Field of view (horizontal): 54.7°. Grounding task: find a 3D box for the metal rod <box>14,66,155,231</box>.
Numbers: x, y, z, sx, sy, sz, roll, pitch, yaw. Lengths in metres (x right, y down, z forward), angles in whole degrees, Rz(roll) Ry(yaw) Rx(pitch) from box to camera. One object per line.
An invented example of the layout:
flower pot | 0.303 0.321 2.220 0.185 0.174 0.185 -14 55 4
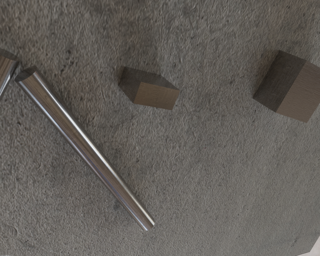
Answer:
metal rod | -0.075 0.049 0.396 0.025 0.025 0.299 -34 129 -6

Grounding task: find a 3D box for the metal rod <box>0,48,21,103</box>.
metal rod | -0.220 0.054 0.320 0.025 0.025 0.299 23 106 -37

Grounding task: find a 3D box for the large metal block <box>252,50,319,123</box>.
large metal block | 0.202 -0.061 0.466 0.081 0.050 0.079 12 112 -34

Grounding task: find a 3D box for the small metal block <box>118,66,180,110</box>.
small metal block | -0.013 -0.046 0.356 0.050 0.050 0.025 8 115 -32
